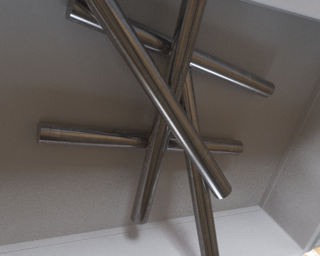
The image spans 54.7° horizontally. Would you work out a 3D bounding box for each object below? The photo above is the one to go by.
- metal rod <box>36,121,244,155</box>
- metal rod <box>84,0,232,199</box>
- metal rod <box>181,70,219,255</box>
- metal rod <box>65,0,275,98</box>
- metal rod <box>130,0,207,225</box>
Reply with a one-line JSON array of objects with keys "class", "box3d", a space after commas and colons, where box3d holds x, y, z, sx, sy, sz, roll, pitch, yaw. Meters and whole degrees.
[{"class": "metal rod", "box3d": [-0.004, 0.018, 0.417, 0.302, 0.025, 0.025, 6, 116, -31]}, {"class": "metal rod", "box3d": [0.005, -0.029, 0.331, 0.025, 0.025, 0.299, -36, 117, -4]}, {"class": "metal rod", "box3d": [0.051, 0.076, 0.407, 0.025, 0.025, 0.298, -14, 100, -21]}, {"class": "metal rod", "box3d": [0.038, -0.086, 0.375, 0.302, 0.025, 0.025, 13, 112, -34]}, {"class": "metal rod", "box3d": [0.004, -0.004, 0.374, 0.025, 0.025, 0.298, -1, 119, -28]}]
